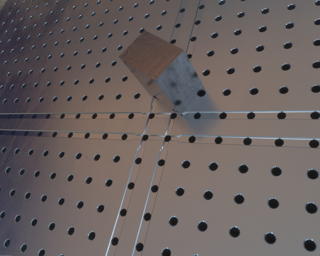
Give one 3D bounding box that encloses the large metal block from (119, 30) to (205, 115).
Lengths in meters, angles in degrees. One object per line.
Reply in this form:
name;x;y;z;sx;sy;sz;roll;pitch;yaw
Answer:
large metal block;0.004;-0.074;0.417;0.050;0.080;0.080;-47;51;-5
